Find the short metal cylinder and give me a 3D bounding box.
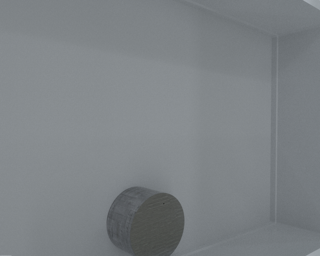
[{"bbox_3d":[-0.017,0.115,0.376,0.081,0.050,0.080,0,90,-40],"label":"short metal cylinder"}]
